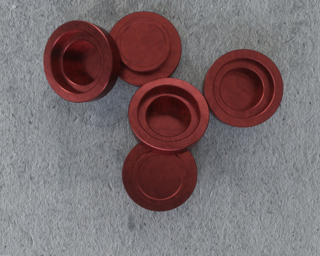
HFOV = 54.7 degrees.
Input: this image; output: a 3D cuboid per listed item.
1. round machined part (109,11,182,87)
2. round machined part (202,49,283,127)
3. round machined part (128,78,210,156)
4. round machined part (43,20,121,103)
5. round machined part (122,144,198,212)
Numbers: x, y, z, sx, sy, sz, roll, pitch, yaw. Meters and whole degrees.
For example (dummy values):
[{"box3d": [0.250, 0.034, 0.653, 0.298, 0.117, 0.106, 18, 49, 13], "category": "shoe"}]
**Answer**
[{"box3d": [-0.021, -0.104, 0.402, 0.099, 0.042, 0.097, 0, 90, -1], "category": "round machined part"}, {"box3d": [0.104, -0.050, 0.404, 0.099, 0.042, 0.097, 0, 90, -1], "category": "round machined part"}, {"box3d": [0.010, -0.011, 0.392, 0.099, 0.042, 0.098, 1, 67, -3], "category": "round machined part"}, {"box3d": [-0.093, -0.082, 0.391, 0.098, 0.042, 0.097, 3, 98, 20], "category": "round machined part"}, {"box3d": [0.000, 0.060, 0.402, 0.099, 0.042, 0.097, 0, 90, -1], "category": "round machined part"}]
